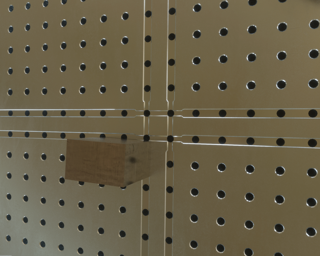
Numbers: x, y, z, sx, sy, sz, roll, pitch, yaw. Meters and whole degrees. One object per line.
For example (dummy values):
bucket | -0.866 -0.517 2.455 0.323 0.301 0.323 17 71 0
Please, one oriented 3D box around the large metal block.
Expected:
large metal block | -0.065 0.041 0.407 0.080 0.080 0.050 4 92 20
